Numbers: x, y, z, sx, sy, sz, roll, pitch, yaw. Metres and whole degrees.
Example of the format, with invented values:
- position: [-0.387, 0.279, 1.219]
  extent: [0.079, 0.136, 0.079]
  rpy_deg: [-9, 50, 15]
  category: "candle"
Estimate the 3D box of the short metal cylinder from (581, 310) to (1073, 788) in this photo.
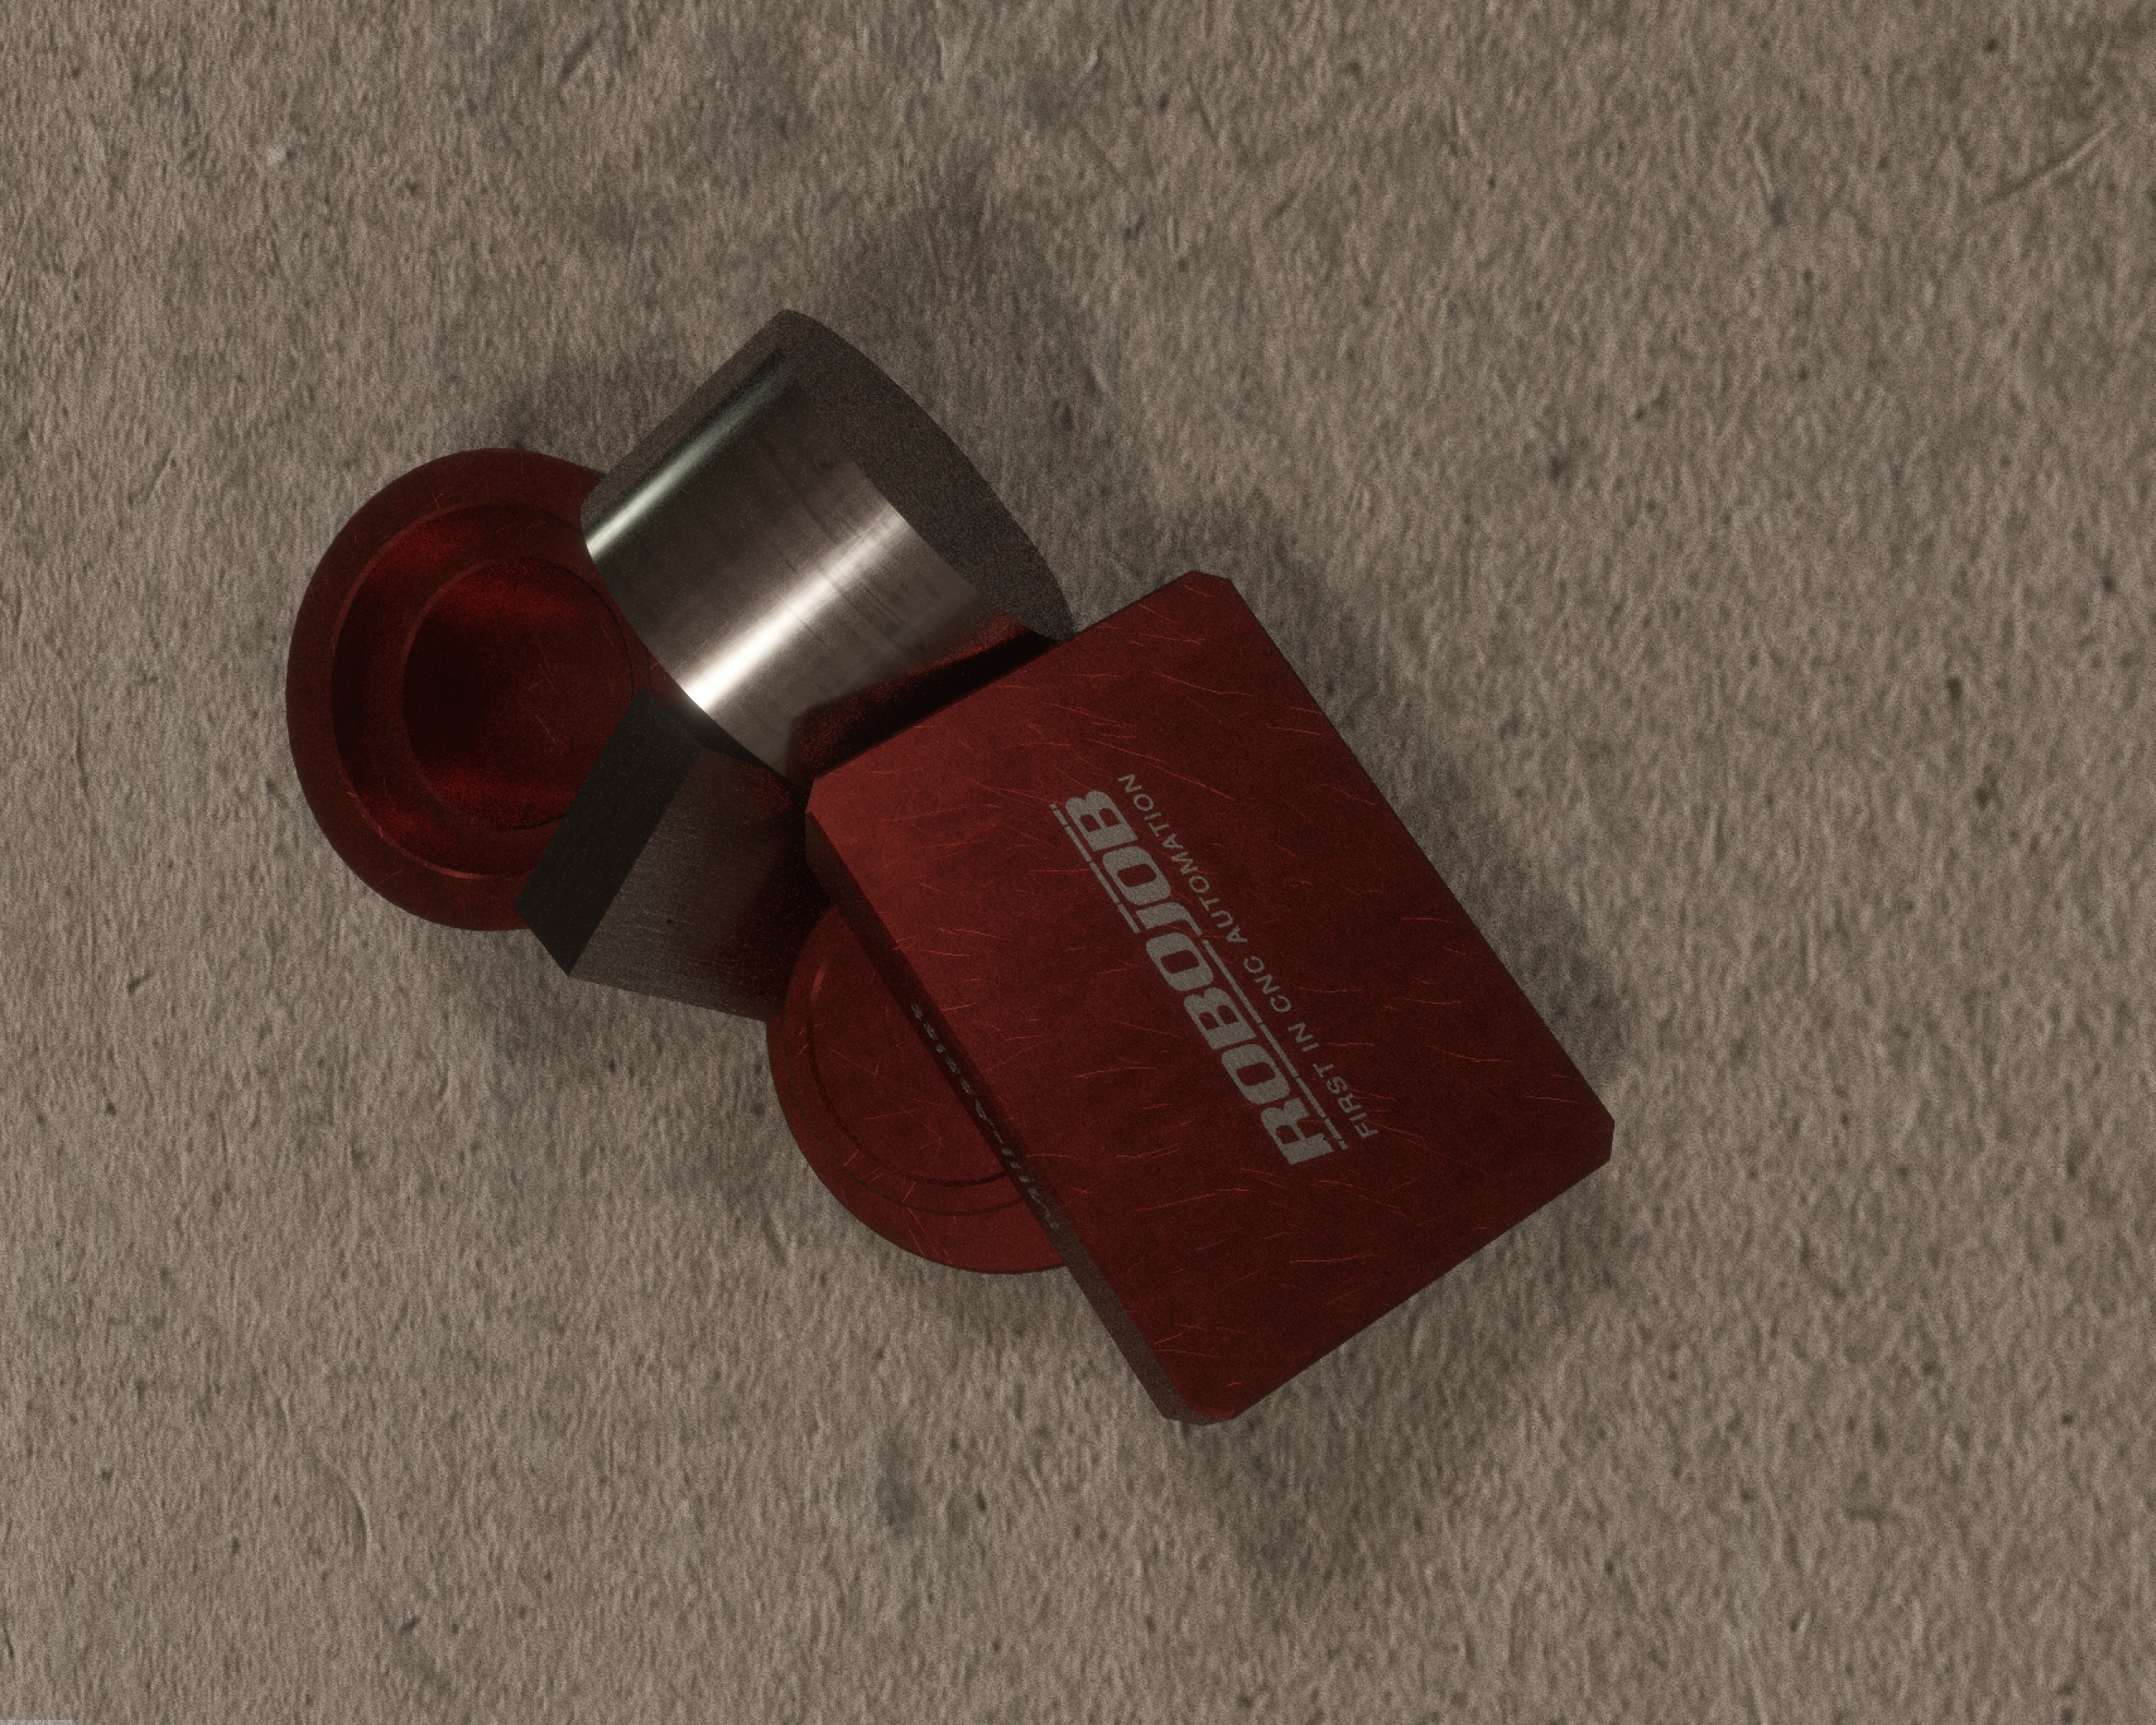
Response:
- position: [-0.046, -0.057, 0.397]
  extent: [0.050, 0.080, 0.080]
  rpy_deg: [-39, 78, 16]
  category: "short metal cylinder"

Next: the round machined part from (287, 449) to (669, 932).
- position: [-0.113, -0.035, 0.439]
  extent: [0.098, 0.042, 0.097]
  rpy_deg: [0, 90, 19]
  category: "round machined part"

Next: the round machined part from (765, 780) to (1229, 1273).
- position: [-0.018, 0.032, 0.406]
  extent: [0.098, 0.042, 0.097]
  rpy_deg: [0, 90, 19]
  category: "round machined part"

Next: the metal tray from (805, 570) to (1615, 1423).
- position: [0.022, 0.022, 0.376]
  extent: [0.091, 0.030, 0.130]
  rpy_deg: [-31, 79, -15]
  category: "metal tray"

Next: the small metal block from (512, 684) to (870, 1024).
- position: [-0.071, 0.000, 0.402]
  extent: [0.025, 0.050, 0.050]
  rpy_deg: [41, 104, 40]
  category: "small metal block"
